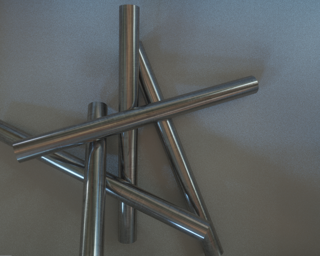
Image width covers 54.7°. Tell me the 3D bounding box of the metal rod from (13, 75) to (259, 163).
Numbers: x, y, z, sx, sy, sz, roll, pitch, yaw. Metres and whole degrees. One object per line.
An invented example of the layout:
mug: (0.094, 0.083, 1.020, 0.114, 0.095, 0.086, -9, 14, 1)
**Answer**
metal rod: (-0.015, -0.016, 0.375, 0.302, 0.025, 0.025, -17, 90, -15)

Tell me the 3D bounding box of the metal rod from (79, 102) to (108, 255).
metal rod: (-0.072, 0.103, 0.332, 0.025, 0.025, 0.299, -4, 61, 0)

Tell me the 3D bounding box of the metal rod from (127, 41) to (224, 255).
metal rod: (0.018, 0.029, 0.411, 0.025, 0.025, 0.299, -21, 90, 0)

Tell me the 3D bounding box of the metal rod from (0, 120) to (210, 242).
metal rod: (-0.082, 0.060, 0.384, 0.301, 0.025, 0.025, 24, 90, 9)

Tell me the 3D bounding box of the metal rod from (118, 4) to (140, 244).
metal rod: (-0.040, 0.000, 0.396, 0.025, 0.025, 0.298, 1, 96, -1)
